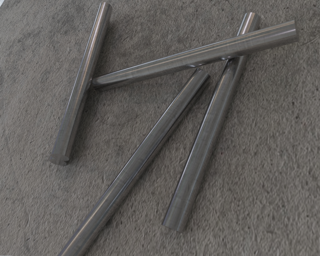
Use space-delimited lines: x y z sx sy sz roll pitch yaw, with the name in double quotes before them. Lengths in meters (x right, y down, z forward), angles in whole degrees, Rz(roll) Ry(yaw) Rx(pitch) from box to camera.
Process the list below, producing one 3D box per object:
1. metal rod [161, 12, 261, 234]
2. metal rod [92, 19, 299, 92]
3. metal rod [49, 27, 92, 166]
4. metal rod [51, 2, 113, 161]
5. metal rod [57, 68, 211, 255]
"metal rod" 0.070 -0.021 0.380 0.025 0.025 0.300 11 67 33
"metal rod" 0.026 -0.090 0.422 0.300 0.025 0.025 -8 58 31
"metal rod" -0.129 -0.081 0.521 0.025 0.025 0.300 -6 59 25
"metal rod" -0.119 -0.090 0.499 0.025 0.025 0.300 -6 59 25
"metal rod" -0.029 0.047 0.390 0.025 0.025 0.300 28 77 37
